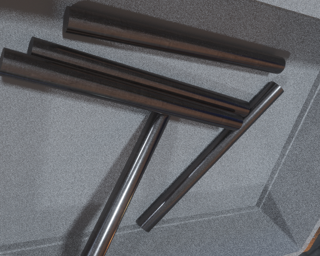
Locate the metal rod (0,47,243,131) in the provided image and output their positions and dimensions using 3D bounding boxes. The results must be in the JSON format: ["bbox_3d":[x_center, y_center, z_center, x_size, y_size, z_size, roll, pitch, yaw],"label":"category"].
[{"bbox_3d":[-0.015,-0.033,0.352,0.302,0.025,0.025,11,113,-34],"label":"metal rod"}]

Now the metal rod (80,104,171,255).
[{"bbox_3d":[-0.056,0.102,0.362,0.025,0.025,0.300,38,71,-39],"label":"metal rod"}]

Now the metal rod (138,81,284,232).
[{"bbox_3d":[0.076,0.047,0.481,0.300,0.025,0.025,-47,130,4],"label":"metal rod"}]

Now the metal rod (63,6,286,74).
[{"bbox_3d":[0.041,-0.097,0.372,0.303,0.025,0.025,3,117,-30],"label":"metal rod"}]

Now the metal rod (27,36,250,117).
[{"bbox_3d":[0.000,-0.052,0.378,0.302,0.025,0.025,11,113,-33],"label":"metal rod"}]
